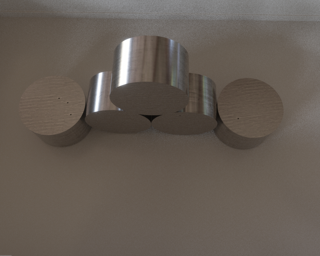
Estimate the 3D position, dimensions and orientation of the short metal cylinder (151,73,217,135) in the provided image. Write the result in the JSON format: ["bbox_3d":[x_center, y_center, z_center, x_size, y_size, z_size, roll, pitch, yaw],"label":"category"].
[{"bbox_3d":[0.030,-0.027,0.388,0.080,0.080,0.050,2,70,0],"label":"short metal cylinder"}]

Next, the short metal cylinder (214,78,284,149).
[{"bbox_3d":[0.111,-0.017,0.402,0.081,0.050,0.080,0,70,0],"label":"short metal cylinder"}]

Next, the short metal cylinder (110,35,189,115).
[{"bbox_3d":[-0.010,-0.051,0.324,0.080,0.080,0.050,2,70,0],"label":"short metal cylinder"}]

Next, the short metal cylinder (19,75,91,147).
[{"bbox_3d":[-0.131,-0.021,0.401,0.081,0.050,0.080,0,70,0],"label":"short metal cylinder"}]

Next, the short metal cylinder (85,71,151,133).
[{"bbox_3d":[-0.050,-0.030,0.389,0.080,0.080,0.050,2,70,0],"label":"short metal cylinder"}]
